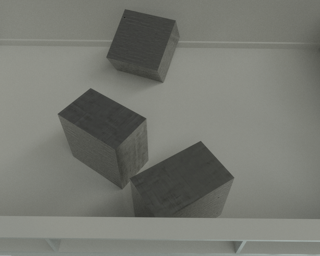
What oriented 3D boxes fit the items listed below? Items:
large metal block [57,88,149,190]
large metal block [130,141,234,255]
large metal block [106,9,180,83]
[{"bbox_3d":[-0.062,0.013,0.358,0.080,0.080,0.050,29,56,21],"label":"large metal block"},{"bbox_3d":[0.020,0.071,0.310,0.081,0.080,0.050,-26,55,-20],"label":"large metal block"},{"bbox_3d":[-0.023,-0.124,0.471,0.080,0.050,0.080,17,82,13],"label":"large metal block"}]
